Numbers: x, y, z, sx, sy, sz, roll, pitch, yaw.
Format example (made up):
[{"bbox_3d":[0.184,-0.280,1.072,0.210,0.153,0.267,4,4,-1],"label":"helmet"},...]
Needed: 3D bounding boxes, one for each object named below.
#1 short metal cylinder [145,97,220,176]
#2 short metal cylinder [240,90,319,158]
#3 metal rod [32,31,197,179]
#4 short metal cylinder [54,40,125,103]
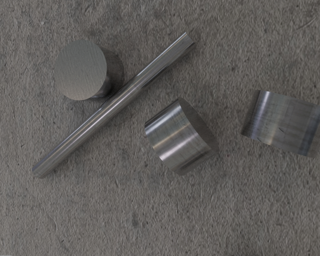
[{"bbox_3d":[0.027,0.010,0.370,0.050,0.080,0.080,-37,79,16],"label":"short metal cylinder"},{"bbox_3d":[0.133,-0.005,0.333,0.080,0.080,0.050,19,97,19],"label":"short metal cylinder"},{"bbox_3d":[-0.073,-0.023,0.434,0.300,0.025,0.025,-39,78,15],"label":"metal rod"},{"bbox_3d":[-0.097,-0.076,0.430,0.080,0.050,0.079,0,90,20],"label":"short metal cylinder"}]
